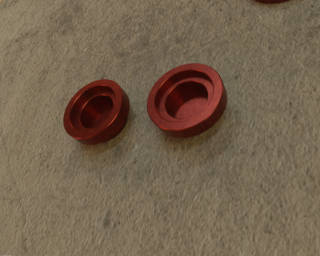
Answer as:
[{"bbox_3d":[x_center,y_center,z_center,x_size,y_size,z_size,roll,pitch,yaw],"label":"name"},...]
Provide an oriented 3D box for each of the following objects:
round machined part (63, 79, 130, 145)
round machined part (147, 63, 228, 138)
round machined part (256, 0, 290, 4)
[{"bbox_3d":[-0.086,-0.019,0.448,0.098,0.042,0.098,-13,56,20],"label":"round machined part"},{"bbox_3d":[0.037,-0.030,0.391,0.098,0.042,0.098,-13,56,20],"label":"round machined part"},{"bbox_3d":[0.172,-0.230,0.443,0.098,0.042,0.098,-13,56,20],"label":"round machined part"}]
